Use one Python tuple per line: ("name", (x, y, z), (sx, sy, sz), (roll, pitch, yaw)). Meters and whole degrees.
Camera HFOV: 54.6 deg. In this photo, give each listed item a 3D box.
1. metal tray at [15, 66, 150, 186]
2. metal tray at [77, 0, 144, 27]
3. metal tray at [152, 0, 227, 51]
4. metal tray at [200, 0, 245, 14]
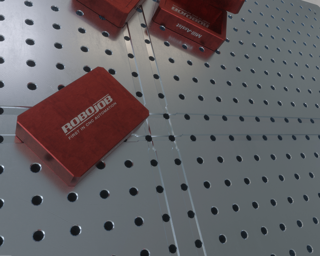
("metal tray", (-0.085, -0.008, 0.363), (0.090, 0.030, 0.131), (44, 51, 2))
("metal tray", (-0.070, -0.230, 0.507), (0.090, 0.030, 0.130), (32, 52, -7))
("metal tray", (0.057, -0.203, 0.558), (0.131, 0.030, 0.090), (21, 54, -15))
("metal tray", (0.120, -0.278, 0.584), (0.090, 0.030, 0.130), (21, 56, -2))
